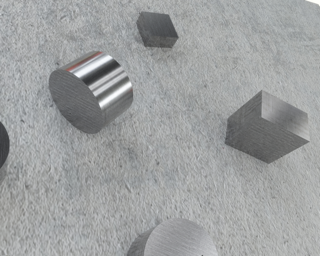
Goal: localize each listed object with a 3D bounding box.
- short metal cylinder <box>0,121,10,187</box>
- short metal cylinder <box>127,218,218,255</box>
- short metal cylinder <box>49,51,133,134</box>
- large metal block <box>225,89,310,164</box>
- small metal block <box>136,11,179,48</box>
[{"bbox_3d":[-0.180,0.026,0.275,0.081,0.050,0.080,14,56,-21],"label":"short metal cylinder"},{"bbox_3d":[0.012,0.137,0.311,0.081,0.050,0.080,14,56,-21],"label":"short metal cylinder"},{"bbox_3d":[-0.078,-0.040,0.351,0.080,0.080,0.050,44,51,2],"label":"short metal cylinder"},{"bbox_3d":[0.154,0.001,0.450,0.080,0.080,0.050,24,53,-14],"label":"large metal block"},{"bbox_3d":[-0.005,-0.157,0.497,0.050,0.025,0.050,-6,65,-31],"label":"small metal block"}]
